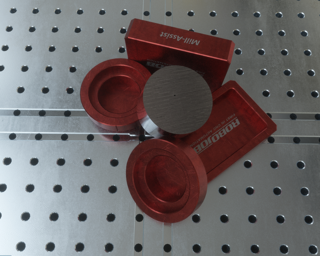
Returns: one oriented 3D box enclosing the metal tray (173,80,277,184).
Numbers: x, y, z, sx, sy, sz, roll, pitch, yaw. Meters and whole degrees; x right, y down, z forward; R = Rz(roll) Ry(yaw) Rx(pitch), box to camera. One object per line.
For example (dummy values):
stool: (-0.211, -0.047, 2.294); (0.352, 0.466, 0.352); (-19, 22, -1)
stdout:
metal tray: (0.073, 0.007, 0.407); (0.131, 0.030, 0.090); (-35, 74, -12)

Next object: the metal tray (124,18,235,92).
metal tray: (0.024, -0.091, 0.410); (0.131, 0.090, 0.030); (14, 71, 5)

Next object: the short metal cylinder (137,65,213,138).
short metal cylinder: (0.016, -0.028, 0.369); (0.081, 0.050, 0.080); (2, 79, -12)

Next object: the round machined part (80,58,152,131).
round machined part: (-0.053, -0.041, 0.417); (0.099, 0.042, 0.098); (0, 70, -1)

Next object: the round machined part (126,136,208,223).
round machined part: (0.011, 0.057, 0.363); (0.098, 0.042, 0.097); (7, 103, 32)
